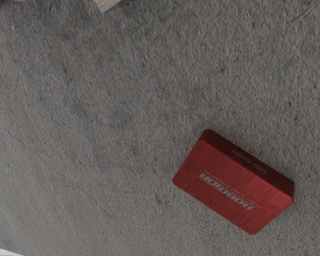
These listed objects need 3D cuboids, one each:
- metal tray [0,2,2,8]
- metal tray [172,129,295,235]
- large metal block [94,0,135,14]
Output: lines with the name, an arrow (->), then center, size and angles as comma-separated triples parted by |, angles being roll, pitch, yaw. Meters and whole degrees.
metal tray -> -0.234, -0.208, 0.365 | 0.090, 0.030, 0.129 | 33, 145, 61
metal tray -> 0.091, 0.071, 0.400 | 0.130, 0.030, 0.089 | 33, 129, 6
large metal block -> -0.038, -0.173, 0.304 | 0.080, 0.050, 0.080 | -20, 108, 35
